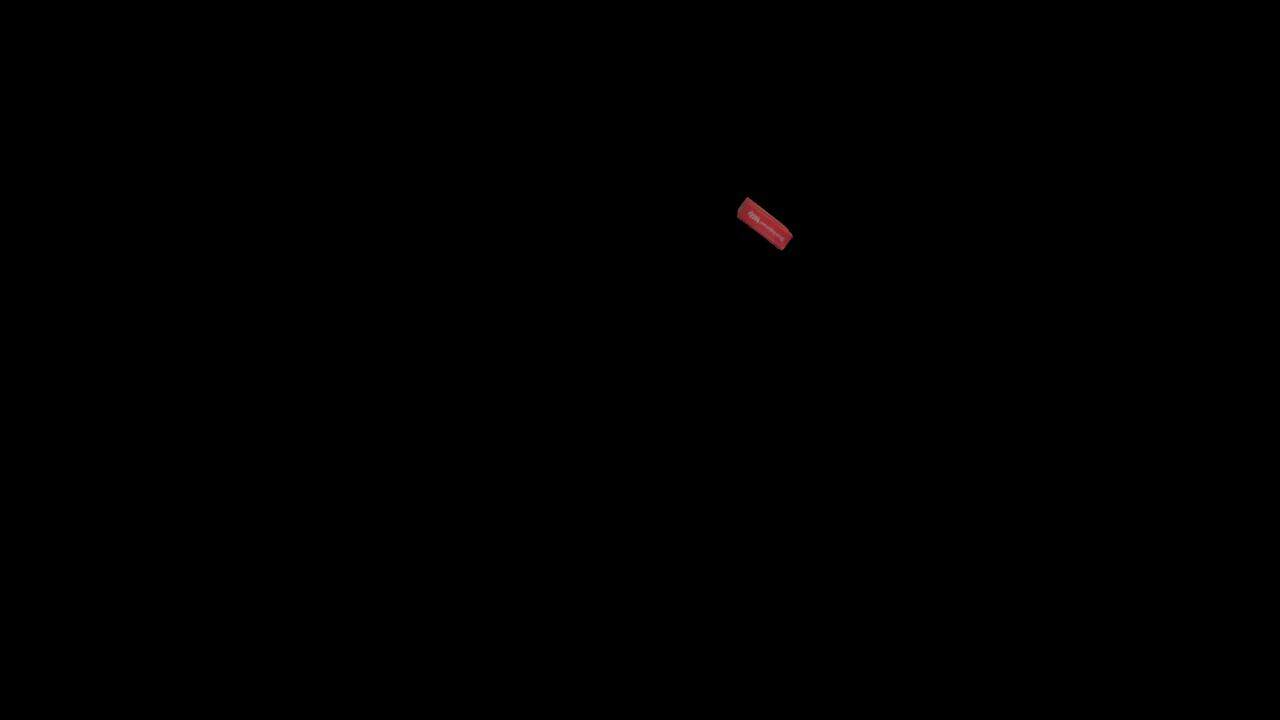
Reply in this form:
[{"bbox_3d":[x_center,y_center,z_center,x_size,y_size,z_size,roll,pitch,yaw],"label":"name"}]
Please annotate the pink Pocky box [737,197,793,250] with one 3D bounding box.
[{"bbox_3d":[0.191,-0.213,0.950,0.084,0.029,0.155,37,19,-3],"label":"pink Pocky box"}]
